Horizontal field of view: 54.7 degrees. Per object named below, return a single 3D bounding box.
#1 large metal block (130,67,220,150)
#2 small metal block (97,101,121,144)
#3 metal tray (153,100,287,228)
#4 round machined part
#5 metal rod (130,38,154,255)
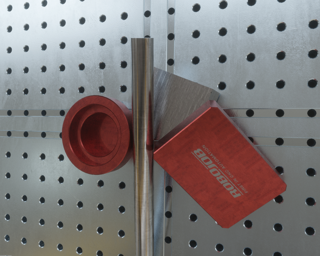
[{"bbox_3d":[0.019,-0.023,0.389,0.080,0.050,0.080,24,98,18],"label":"large metal block"},{"bbox_3d":[-0.074,-0.007,0.435,0.050,0.025,0.050,-23,82,18],"label":"small metal block"},{"bbox_3d":[0.068,0.044,0.355,0.090,0.030,0.130,-40,103,16],"label":"metal tray"},{"bbox_3d":[-0.072,0.008,0.396,0.098,0.042,0.097,0,91,23],"label":"round machined part"},{"bbox_3d":[-0.020,0.046,0.373,0.025,0.025,0.298,6,108,20],"label":"metal rod"}]
